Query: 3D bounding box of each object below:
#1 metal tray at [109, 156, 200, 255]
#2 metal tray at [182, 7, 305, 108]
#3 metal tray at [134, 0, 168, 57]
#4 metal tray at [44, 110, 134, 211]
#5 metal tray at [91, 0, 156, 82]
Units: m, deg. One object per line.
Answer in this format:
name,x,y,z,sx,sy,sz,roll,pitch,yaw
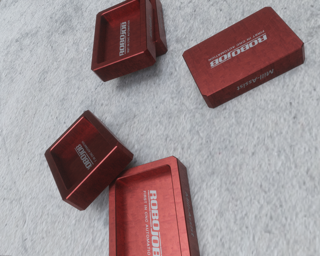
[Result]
metal tray,-0.010,0.104,0.340,0.090,0.030,0.130,-18,55,17
metal tray,0.104,-0.092,0.402,0.130,0.030,0.090,-27,53,10
metal tray,-0.040,-0.166,0.521,0.090,0.030,0.130,-17,55,17
metal tray,-0.098,0.035,0.406,0.090,0.030,0.130,-47,36,-5
metal tray,-0.055,-0.140,0.474,0.090,0.030,0.130,-15,56,19
